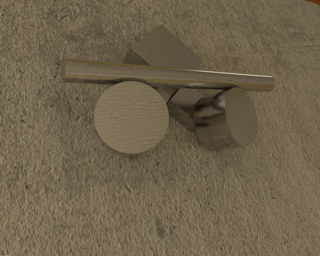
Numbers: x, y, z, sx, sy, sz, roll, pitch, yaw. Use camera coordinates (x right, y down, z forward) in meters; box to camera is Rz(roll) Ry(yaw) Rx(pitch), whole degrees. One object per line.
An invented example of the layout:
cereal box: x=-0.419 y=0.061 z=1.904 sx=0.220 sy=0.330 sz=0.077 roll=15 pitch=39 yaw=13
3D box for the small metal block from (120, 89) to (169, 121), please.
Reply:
small metal block: x=-0.025 y=-0.033 z=0.412 sx=0.050 sy=0.025 sz=0.050 roll=40 pitch=50 yaw=-1

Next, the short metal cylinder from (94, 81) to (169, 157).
short metal cylinder: x=-0.034 y=-0.008 z=0.357 sx=0.081 sy=0.050 sz=0.080 roll=2 pitch=79 yaw=-10

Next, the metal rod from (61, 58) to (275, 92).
metal rod: x=0.032 y=-0.063 z=0.394 sx=0.303 sy=0.025 sz=0.025 roll=-1 pitch=63 yaw=-29

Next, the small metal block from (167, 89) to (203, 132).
small metal block: x=0.040 y=-0.031 z=0.445 sx=0.050 sy=0.025 sz=0.050 roll=40 pitch=51 yaw=-1

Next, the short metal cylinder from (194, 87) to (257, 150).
short metal cylinder: x=0.091 y=-0.011 z=0.427 sx=0.081 sy=0.050 sz=0.080 roll=13 pitch=72 yaw=-44

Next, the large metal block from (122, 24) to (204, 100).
large metal block: x=0.002 y=-0.089 z=0.442 sx=0.080 sy=0.050 sz=0.080 roll=41 pitch=51 yaw=-1
